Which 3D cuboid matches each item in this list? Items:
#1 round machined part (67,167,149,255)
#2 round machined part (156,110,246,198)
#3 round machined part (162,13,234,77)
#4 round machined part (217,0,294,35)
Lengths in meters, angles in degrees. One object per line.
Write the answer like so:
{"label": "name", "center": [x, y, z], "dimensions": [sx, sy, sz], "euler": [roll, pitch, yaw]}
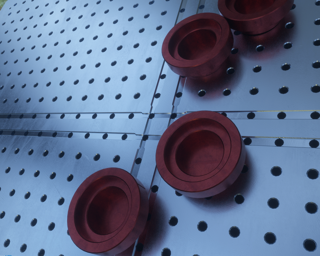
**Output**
{"label": "round machined part", "center": [-0.056, 0.100, 0.367], "dimensions": [0.098, 0.042, 0.098], "euler": [-13, 56, 21]}
{"label": "round machined part", "center": [0.048, 0.032, 0.353], "dimensions": [0.098, 0.042, 0.098], "euler": [-13, 56, 21]}
{"label": "round machined part", "center": [0.055, -0.111, 0.437], "dimensions": [0.098, 0.042, 0.098], "euler": [-13, 56, 21]}
{"label": "round machined part", "center": [0.133, -0.170, 0.431], "dimensions": [0.098, 0.042, 0.098], "euler": [-12, 56, 19]}
